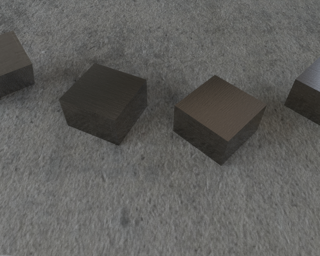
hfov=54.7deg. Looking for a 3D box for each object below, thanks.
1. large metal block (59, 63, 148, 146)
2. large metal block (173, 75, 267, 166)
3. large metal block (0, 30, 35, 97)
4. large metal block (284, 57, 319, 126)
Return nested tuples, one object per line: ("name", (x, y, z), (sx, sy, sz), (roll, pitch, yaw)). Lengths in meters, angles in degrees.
("large metal block", (-0.072, -0.034, 0.414), (0.080, 0.050, 0.080), (20, 53, 16))
("large metal block", (0.075, -0.012, 0.398), (0.080, 0.050, 0.080), (37, 59, 26))
("large metal block", (-0.223, -0.079, 0.422), (0.081, 0.080, 0.050), (-29, 90, -23))
("large metal block", (0.237, -0.049, 0.431), (0.080, 0.050, 0.080), (37, 59, 27))
